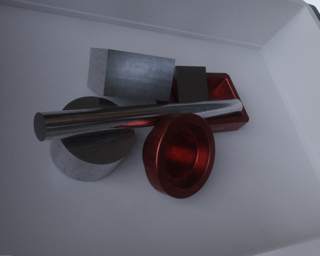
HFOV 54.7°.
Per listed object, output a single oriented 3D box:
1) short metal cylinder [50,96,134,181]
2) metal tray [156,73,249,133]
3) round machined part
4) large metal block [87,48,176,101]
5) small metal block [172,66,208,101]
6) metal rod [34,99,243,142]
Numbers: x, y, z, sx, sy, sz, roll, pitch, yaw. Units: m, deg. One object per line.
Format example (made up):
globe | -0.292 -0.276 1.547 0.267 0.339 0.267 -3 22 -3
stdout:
short metal cylinder | -0.075 0.012 0.340 0.081 0.050 0.080 14 56 -21
metal tray | 0.061 -0.038 0.457 0.131 0.030 0.090 -5 64 -31
round machined part | 0.018 0.030 0.365 0.099 0.042 0.097 -6 99 -42
large metal block | -0.038 -0.067 0.380 0.081 0.080 0.050 2 103 -26
small metal block | 0.039 -0.060 0.435 0.050 0.025 0.050 -5 90 -31
metal rod | 0.007 -0.017 0.366 0.302 0.025 0.025 -8 66 -44
